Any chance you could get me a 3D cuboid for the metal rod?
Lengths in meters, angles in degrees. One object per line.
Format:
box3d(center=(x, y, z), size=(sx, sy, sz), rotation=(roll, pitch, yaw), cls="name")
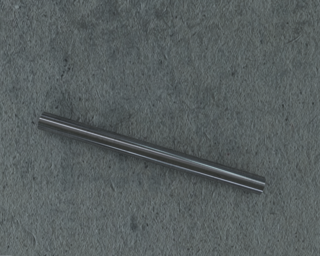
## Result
box3d(center=(-0.010, 0.033, 0.409), size=(0.301, 0.025, 0.025), rotation=(17, 90, 0), cls="metal rod")
